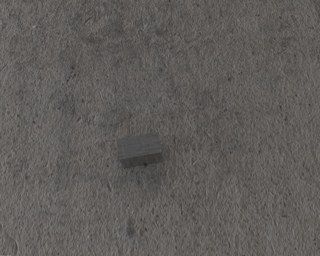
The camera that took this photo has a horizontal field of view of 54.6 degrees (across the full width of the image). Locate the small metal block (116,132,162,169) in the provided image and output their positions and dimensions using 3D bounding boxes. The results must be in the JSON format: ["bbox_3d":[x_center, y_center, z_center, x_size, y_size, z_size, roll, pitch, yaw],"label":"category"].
[{"bbox_3d":[-0.024,0.029,0.384,0.050,0.050,0.025,-10,71,-4],"label":"small metal block"}]
